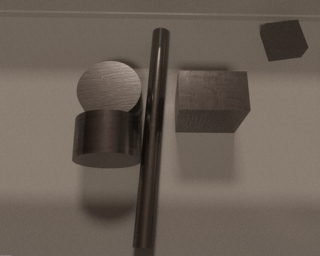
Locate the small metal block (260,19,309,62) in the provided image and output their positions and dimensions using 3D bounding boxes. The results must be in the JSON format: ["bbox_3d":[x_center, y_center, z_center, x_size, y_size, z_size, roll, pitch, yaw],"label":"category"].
[{"bbox_3d":[0.183,-0.130,0.459,0.050,0.025,0.050,-8,70,-4],"label":"small metal block"}]

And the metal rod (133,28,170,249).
[{"bbox_3d":[-0.009,-0.001,0.409,0.025,0.025,0.299,4,70,1],"label":"metal rod"}]

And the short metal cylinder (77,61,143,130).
[{"bbox_3d":[-0.064,-0.041,0.411,0.081,0.050,0.080,0,70,0],"label":"short metal cylinder"}]

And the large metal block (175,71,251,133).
[{"bbox_3d":[0.061,-0.030,0.392,0.081,0.080,0.050,1,70,0],"label":"large metal block"}]

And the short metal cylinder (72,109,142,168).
[{"bbox_3d":[-0.063,0.016,0.374,0.081,0.080,0.050,-1,70,-1],"label":"short metal cylinder"}]
